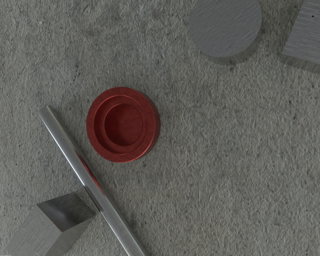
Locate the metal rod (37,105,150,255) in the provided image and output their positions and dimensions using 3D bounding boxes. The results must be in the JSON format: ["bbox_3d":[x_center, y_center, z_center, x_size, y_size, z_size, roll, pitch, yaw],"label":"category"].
[{"bbox_3d":[-0.087,0.092,0.438,0.025,0.025,0.299,-39,78,15],"label":"metal rod"}]

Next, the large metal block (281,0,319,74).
[{"bbox_3d":[0.185,-0.100,0.331,0.080,0.050,0.080,23,97,18],"label":"large metal block"}]

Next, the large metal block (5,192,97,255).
[{"bbox_3d":[-0.148,0.143,0.430,0.050,0.080,0.080,40,103,15],"label":"large metal block"}]

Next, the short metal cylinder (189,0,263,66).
[{"bbox_3d":[0.079,-0.119,0.367,0.080,0.050,0.079,0,90,19],"label":"short metal cylinder"}]

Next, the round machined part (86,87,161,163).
[{"bbox_3d":[-0.045,-0.004,0.415,0.098,0.042,0.097,0,90,19],"label":"round machined part"}]
